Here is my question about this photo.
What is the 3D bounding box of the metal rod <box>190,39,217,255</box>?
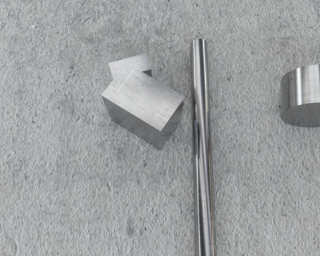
[{"bbox_3d":[0.054,0.017,0.402,0.025,0.025,0.299,1,70,0],"label":"metal rod"}]

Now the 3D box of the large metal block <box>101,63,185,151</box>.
[{"bbox_3d":[-0.019,-0.023,0.387,0.080,0.080,0.050,31,73,10],"label":"large metal block"}]

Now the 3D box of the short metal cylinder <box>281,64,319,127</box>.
[{"bbox_3d":[0.196,-0.038,0.394,0.080,0.080,0.050,7,70,2],"label":"short metal cylinder"}]

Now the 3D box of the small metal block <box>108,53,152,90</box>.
[{"bbox_3d":[-0.039,-0.071,0.420,0.050,0.050,0.025,-17,71,-6],"label":"small metal block"}]
